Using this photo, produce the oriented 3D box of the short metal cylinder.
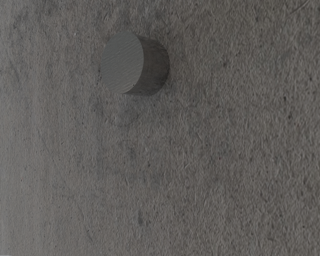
[{"bbox_3d":[-0.034,-0.084,0.418,0.080,0.050,0.080,0,90,40],"label":"short metal cylinder"}]
